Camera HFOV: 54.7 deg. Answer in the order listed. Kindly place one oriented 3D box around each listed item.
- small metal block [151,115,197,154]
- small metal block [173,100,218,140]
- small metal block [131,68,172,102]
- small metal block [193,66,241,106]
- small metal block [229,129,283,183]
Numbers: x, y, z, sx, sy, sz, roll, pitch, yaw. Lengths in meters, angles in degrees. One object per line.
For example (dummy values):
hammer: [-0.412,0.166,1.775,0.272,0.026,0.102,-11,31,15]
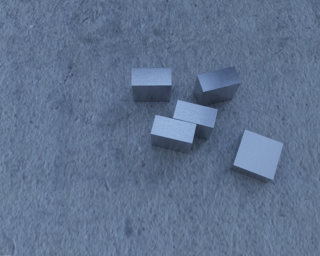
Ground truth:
small metal block: [0.016,0.009,0.392,0.050,0.050,0.025,13,71,4]
small metal block: [0.043,-0.009,0.399,0.050,0.050,0.025,14,71,4]
small metal block: [-0.011,-0.057,0.415,0.050,0.050,0.025,-1,70,-1]
small metal block: [0.075,-0.054,0.416,0.050,0.050,0.025,-14,71,-6]
small metal block: [0.123,0.036,0.396,0.050,0.025,0.050,21,71,7]
